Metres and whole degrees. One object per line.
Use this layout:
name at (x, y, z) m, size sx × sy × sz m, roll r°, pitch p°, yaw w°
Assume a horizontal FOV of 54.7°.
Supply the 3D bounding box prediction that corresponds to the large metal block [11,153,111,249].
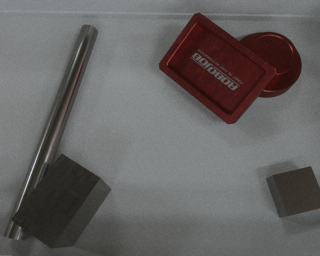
large metal block at (-0.104, 0.084, 0.348) m, size 0.050 × 0.080 × 0.080 m, roll 31°, pitch 73°, yaw 10°

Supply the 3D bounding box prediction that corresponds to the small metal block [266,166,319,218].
small metal block at (0.167, 0.079, 0.383) m, size 0.050 × 0.025 × 0.050 m, roll -12°, pitch 71°, yaw -5°

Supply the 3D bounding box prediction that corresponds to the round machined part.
round machined part at (0.152, -0.096, 0.437) m, size 0.099 × 0.042 × 0.098 m, roll 0°, pitch 70°, yaw -1°

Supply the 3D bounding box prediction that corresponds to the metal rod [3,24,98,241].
metal rod at (-0.137, -0.009, 0.411) m, size 0.025 × 0.025 × 0.299 m, roll 12°, pitch 70°, yaw 4°

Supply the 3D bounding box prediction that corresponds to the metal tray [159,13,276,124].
metal tray at (0.075, -0.078, 0.413) m, size 0.130 × 0.030 × 0.090 m, roll 41°, pitch 107°, yaw 13°
